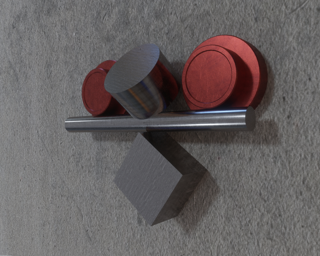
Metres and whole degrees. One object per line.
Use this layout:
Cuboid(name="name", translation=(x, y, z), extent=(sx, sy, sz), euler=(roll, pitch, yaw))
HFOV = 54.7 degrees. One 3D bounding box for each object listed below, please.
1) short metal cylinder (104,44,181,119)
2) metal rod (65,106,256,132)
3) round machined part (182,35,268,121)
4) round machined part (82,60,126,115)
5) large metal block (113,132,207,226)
Cuboid(name="short metal cylinder", translation=(-0.021, -0.058, 0.384), extent=(0.080, 0.050, 0.080), euler=(-23, 42, 23))
Cuboid(name="metal rod", translation=(-0.026, -0.007, 0.400), extent=(0.300, 0.025, 0.025), euler=(-1, 90, 40))
Cuboid(name="round machined part", translation=(0.063, -0.054, 0.343), extent=(0.098, 0.042, 0.097), euler=(0, 90, 40))
Cuboid(name="round machined part", translation=(-0.079, -0.052, 0.459), extent=(0.098, 0.042, 0.097), euler=(0, 90, 40))
Cuboid(name="large metal block", translation=(-0.002, 0.060, 0.389), extent=(0.080, 0.050, 0.080), euler=(43, 116, 31))
